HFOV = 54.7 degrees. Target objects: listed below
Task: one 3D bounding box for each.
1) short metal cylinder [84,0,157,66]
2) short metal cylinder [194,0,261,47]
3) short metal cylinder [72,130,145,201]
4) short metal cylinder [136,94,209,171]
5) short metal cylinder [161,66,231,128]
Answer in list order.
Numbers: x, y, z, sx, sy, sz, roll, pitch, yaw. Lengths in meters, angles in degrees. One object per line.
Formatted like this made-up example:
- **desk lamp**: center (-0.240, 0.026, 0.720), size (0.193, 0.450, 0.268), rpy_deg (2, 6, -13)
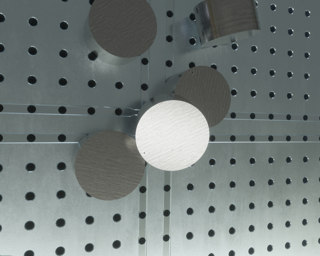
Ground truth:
- **short metal cylinder**: center (-0.050, -0.121, 0.381), size (0.081, 0.050, 0.079), rpy_deg (0, 90, -20)
- **short metal cylinder**: center (0.090, -0.144, 0.416), size (0.081, 0.080, 0.050), rpy_deg (-14, 95, -20)
- **short metal cylinder**: center (-0.064, 0.042, 0.376), size (0.081, 0.050, 0.079), rpy_deg (0, 90, -20)
- **short metal cylinder**: center (0.012, 0.003, 0.359), size (0.081, 0.050, 0.079), rpy_deg (-1, 104, -5)
- **short metal cylinder**: center (0.047, -0.040, 0.416), size (0.081, 0.050, 0.079), rpy_deg (0, 90, -20)
